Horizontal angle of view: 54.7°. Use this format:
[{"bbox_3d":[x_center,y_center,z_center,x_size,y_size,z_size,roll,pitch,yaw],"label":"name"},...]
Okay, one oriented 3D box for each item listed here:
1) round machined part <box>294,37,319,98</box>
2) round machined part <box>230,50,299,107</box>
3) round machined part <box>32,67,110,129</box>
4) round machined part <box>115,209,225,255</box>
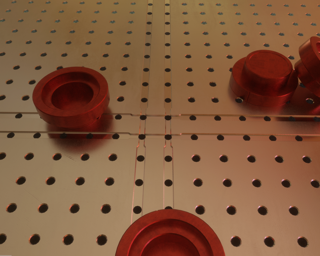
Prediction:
[{"bbox_3d":[0.237,-0.082,0.451,0.099,0.042,0.098,20,48,-24],"label":"round machined part"},{"bbox_3d":[0.158,-0.081,0.467,0.099,0.042,0.098,0,50,0],"label":"round machined part"},{"bbox_3d":[-0.118,-0.037,0.426,0.099,0.042,0.098,0,50,0],"label":"round machined part"},{"bbox_3d":[0.009,0.130,0.288,0.099,0.042,0.098,0,50,0],"label":"round machined part"}]
